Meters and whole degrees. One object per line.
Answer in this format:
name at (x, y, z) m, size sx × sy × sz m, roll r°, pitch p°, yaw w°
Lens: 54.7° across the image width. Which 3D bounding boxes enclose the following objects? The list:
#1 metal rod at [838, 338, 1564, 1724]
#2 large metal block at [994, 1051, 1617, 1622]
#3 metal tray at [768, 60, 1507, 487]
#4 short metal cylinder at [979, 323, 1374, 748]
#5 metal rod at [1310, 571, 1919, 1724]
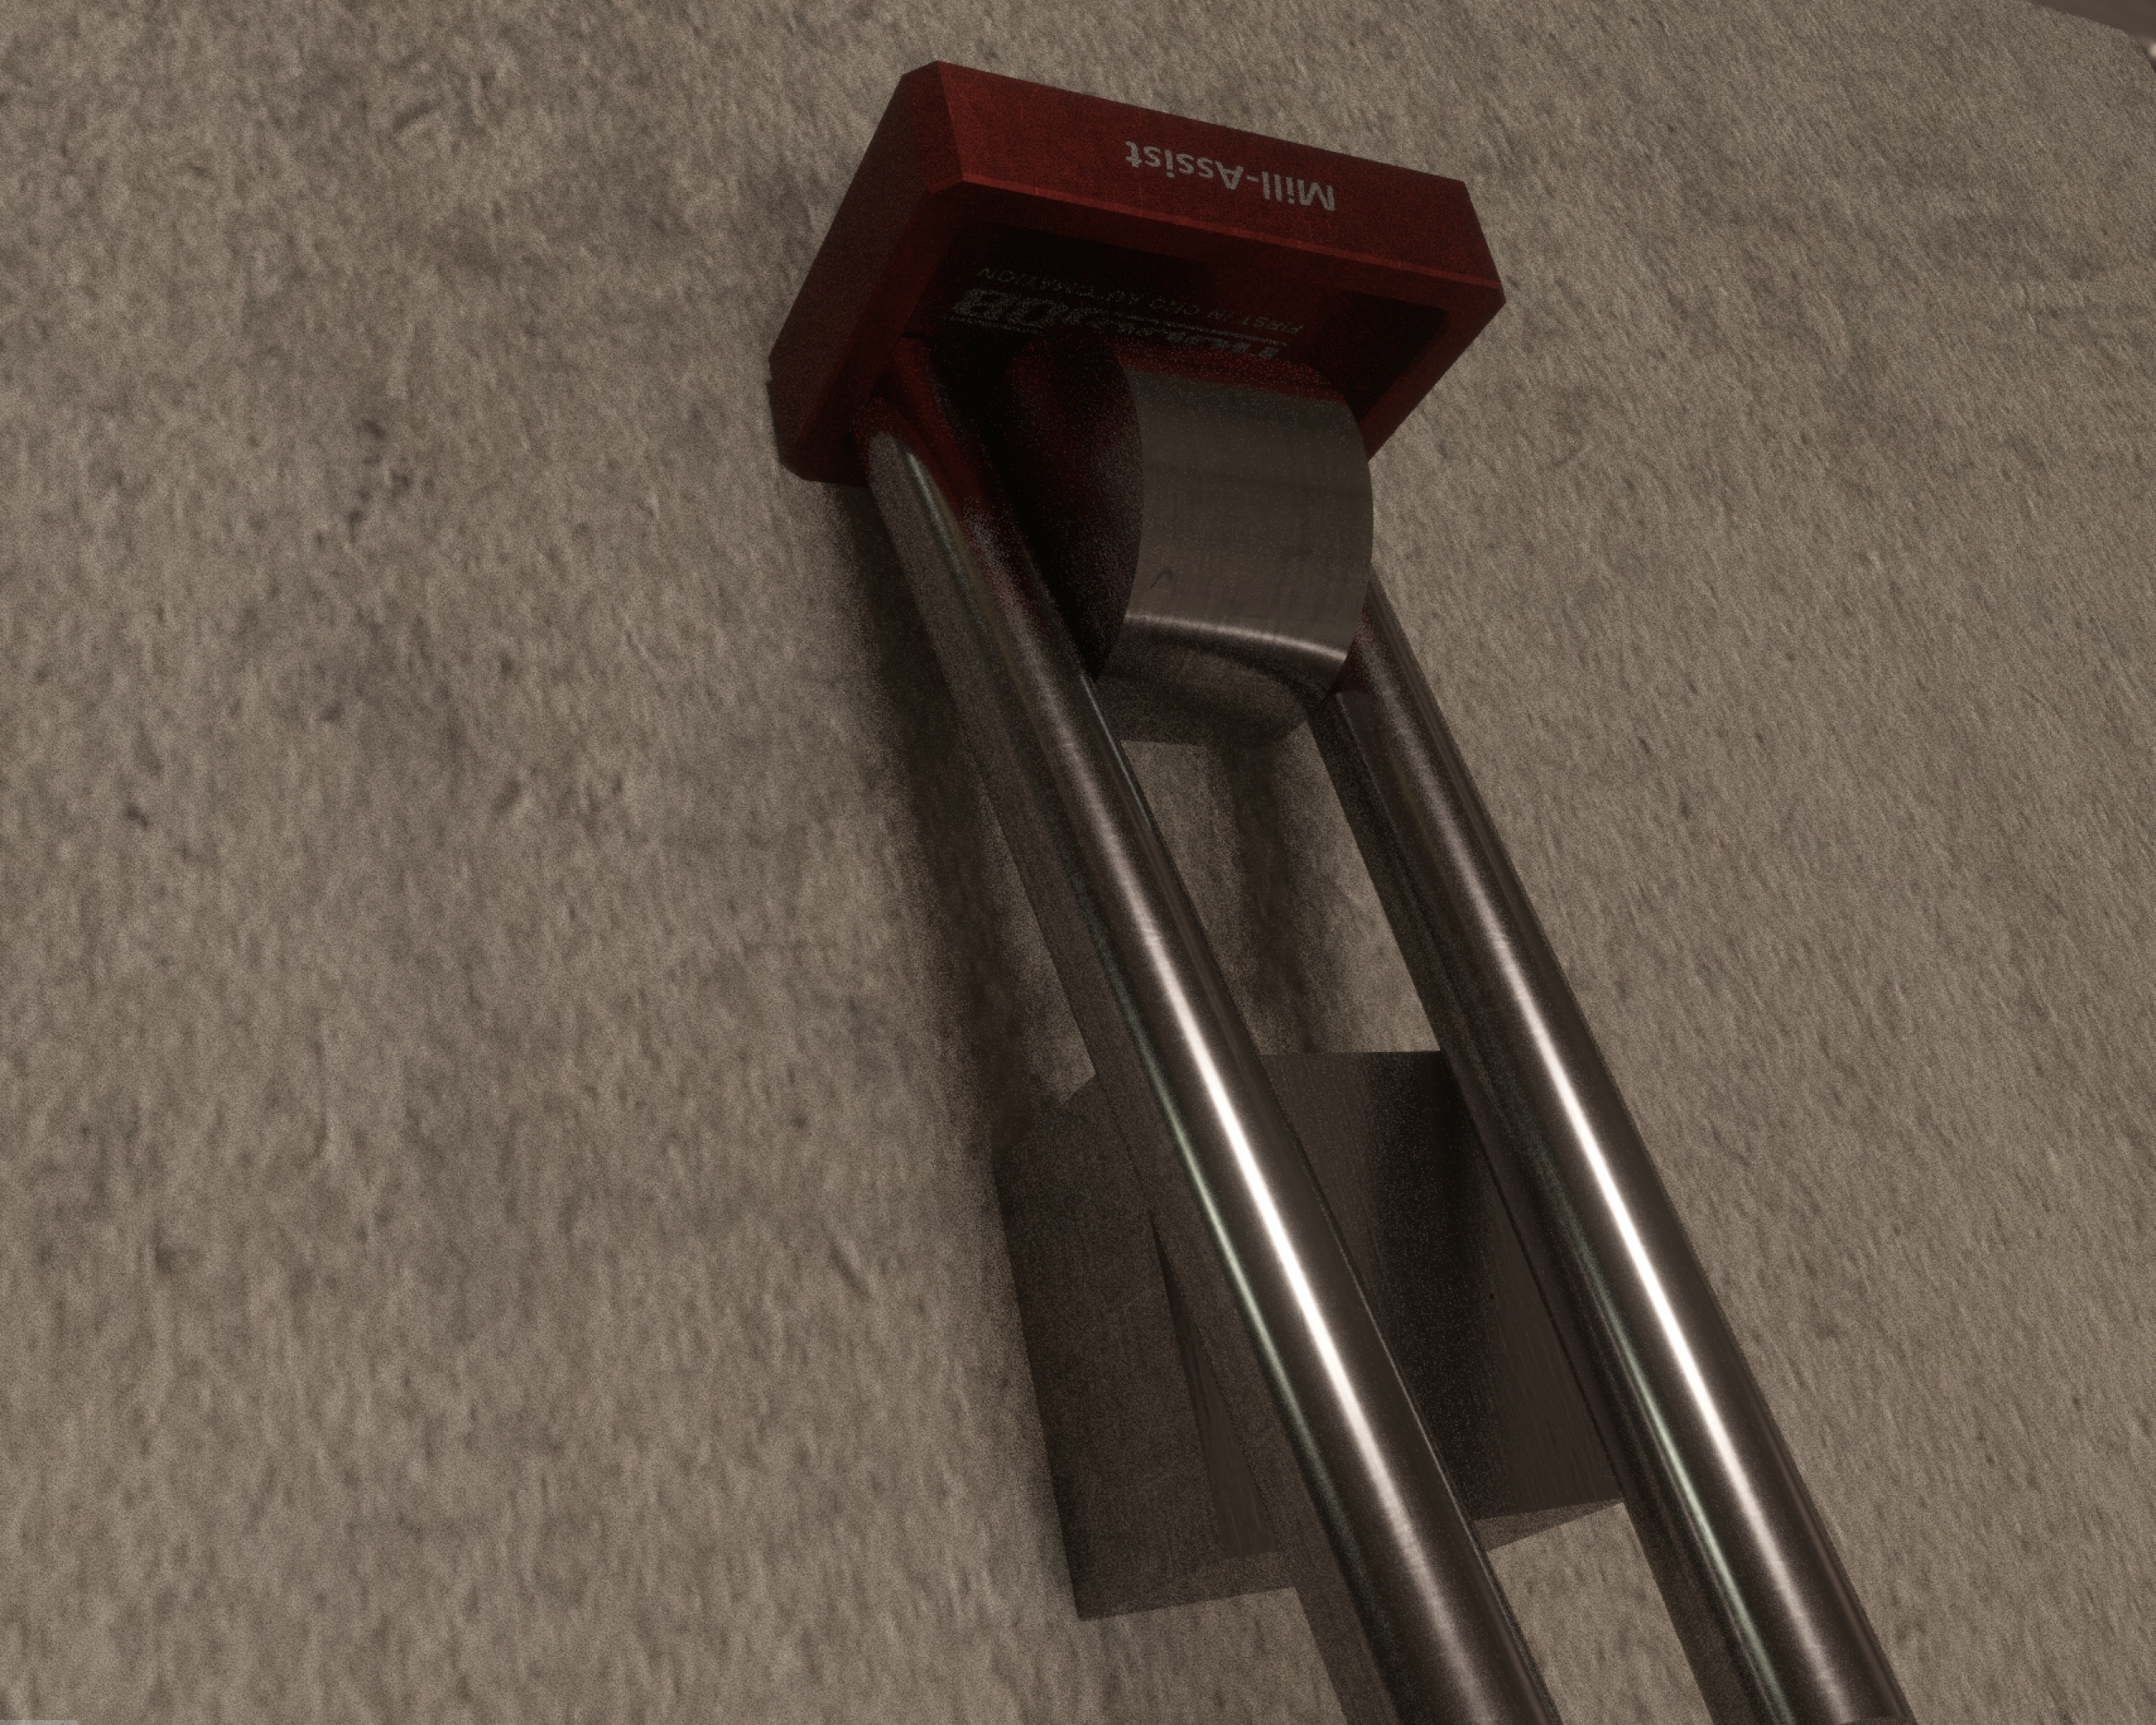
metal rod at (0.007, 0.009, 0.346) m, size 0.025 × 0.025 × 0.300 m, roll 2°, pitch 46°, yaw -28°
large metal block at (0.039, 0.080, 0.361) m, size 0.081 × 0.050 × 0.080 m, roll 2°, pitch 61°, yaw -28°
metal tray at (0.011, -0.112, 0.439) m, size 0.131 × 0.090 × 0.030 m, roll 2°, pitch 61°, yaw -28°
short metal cylinder at (0.015, -0.064, 0.419) m, size 0.050 × 0.080 × 0.080 m, roll 2°, pitch 61°, yaw -28°
metal rod at (0.070, 0.011, 0.378) m, size 0.025 × 0.025 × 0.300 m, roll 8°, pitch 43°, yaw -24°
